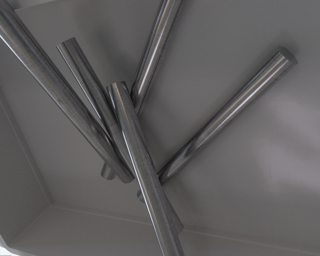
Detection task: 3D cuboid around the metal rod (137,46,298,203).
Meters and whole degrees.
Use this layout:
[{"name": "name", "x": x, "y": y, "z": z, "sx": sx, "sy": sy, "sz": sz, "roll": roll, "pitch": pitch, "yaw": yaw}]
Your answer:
[{"name": "metal rod", "x": 0.049, "y": 0.018, "z": 0.393, "sx": 0.025, "sy": 0.025, "sz": 0.298, "roll": 40, "pitch": 129, "yaw": 0}]

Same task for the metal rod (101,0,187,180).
[{"name": "metal rod", "x": -0.033, "y": -0.032, "z": 0.406, "sx": 0.025, "sy": 0.025, "sz": 0.298, "roll": 31, "pitch": 129, "yaw": 8}]

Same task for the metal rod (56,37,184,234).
[{"name": "metal rod", "x": -0.045, "y": 0.023, "z": 0.412, "sx": 0.025, "sy": 0.025, "sz": 0.299, "roll": -17, "pitch": 110, "yaw": 35}]

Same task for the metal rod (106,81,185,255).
[{"name": "metal rod", "x": -0.006, "y": 0.088, "z": 0.376, "sx": 0.025, "sy": 0.025, "sz": 0.299, "roll": -21, "pitch": 87, "yaw": 36}]

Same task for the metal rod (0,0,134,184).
[{"name": "metal rod", "x": -0.097, "y": -0.018, "z": 0.361, "sx": 0.025, "sy": 0.025, "sz": 0.299, "roll": 4, "pitch": 144, "yaw": 26}]
